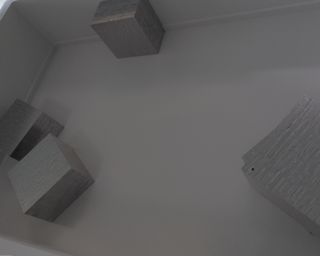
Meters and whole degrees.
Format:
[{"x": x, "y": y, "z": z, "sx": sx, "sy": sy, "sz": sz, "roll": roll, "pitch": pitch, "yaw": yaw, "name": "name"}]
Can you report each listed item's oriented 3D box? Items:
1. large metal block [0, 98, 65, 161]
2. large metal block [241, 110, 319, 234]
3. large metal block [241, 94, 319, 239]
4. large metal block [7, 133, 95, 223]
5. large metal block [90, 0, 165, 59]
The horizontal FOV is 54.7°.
[{"x": -0.216, "y": 0.008, "z": 0.499, "sx": 0.080, "sy": 0.050, "sz": 0.080, "roll": 22, "pitch": 73, "yaw": 36, "name": "large metal block"}, {"x": 0.140, "y": 0.038, "z": 0.293, "sx": 0.080, "sy": 0.050, "sz": 0.080, "roll": -40, "pitch": 51, "yaw": 0, "name": "large metal block"}, {"x": 0.125, "y": 0.033, "z": 0.239, "sx": 0.080, "sy": 0.050, "sz": 0.080, "roll": -48, "pitch": 52, "yaw": -6, "name": "large metal block"}, {"x": -0.151, "y": 0.068, "z": 0.427, "sx": 0.080, "sy": 0.050, "sz": 0.080, "roll": -44, "pitch": 51, "yaw": -3, "name": "large metal block"}, {"x": -0.049, "y": -0.160, "z": 0.494, "sx": 0.080, "sy": 0.080, "sz": 0.050, "roll": 1, "pitch": 62, "yaw": 29, "name": "large metal block"}]
